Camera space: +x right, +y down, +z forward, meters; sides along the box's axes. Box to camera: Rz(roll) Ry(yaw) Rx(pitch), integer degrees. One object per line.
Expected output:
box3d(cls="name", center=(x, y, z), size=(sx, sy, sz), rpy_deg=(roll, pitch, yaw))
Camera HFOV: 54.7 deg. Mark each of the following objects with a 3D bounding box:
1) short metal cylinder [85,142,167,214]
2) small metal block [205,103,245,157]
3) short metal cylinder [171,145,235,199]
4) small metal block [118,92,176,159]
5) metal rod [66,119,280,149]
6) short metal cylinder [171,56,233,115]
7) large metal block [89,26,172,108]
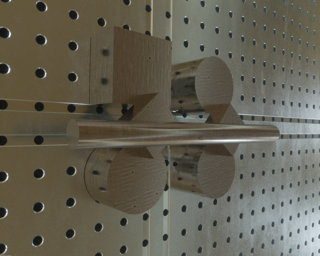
box3d(cls="short metal cylinder", center=(-0.039, 0.054, 0.359), size=(0.081, 0.050, 0.080), rpy_deg=(0, 90, -40))
box3d(cls="small metal block", center=(0.086, 0.003, 0.417), size=(0.050, 0.025, 0.050), rpy_deg=(48, 62, -29))
box3d(cls="short metal cylinder", center=(0.063, 0.057, 0.446), size=(0.081, 0.050, 0.080), rpy_deg=(0, 90, -40))
box3d(cls="small metal block", center=(-0.011, -0.003, 0.335), size=(0.050, 0.025, 0.050), rpy_deg=(-48, 118, -29))
box3d(cls="metal rod", center=(0.045, 0.007, 0.348), size=(0.302, 0.025, 0.025), rpy_deg=(1, 90, -40))
box3d(cls="short metal cylinder", center=(0.060, -0.058, 0.443), size=(0.081, 0.050, 0.080), rpy_deg=(0, 90, -40))
box3d(cls="large metal block", center=(-0.033, -0.065, 0.364), size=(0.081, 0.050, 0.080), rpy_deg=(2, 89, -40))
